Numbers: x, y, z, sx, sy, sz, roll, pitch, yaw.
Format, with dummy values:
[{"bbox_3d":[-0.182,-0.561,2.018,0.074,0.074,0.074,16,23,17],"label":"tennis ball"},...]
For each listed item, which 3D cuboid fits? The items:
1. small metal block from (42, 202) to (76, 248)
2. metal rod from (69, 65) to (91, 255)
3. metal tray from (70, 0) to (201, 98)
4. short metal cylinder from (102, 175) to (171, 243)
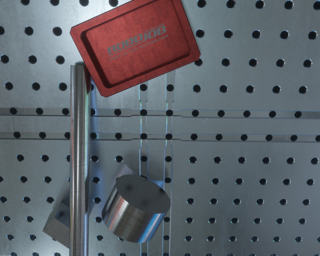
[{"bbox_3d":[-0.136,0.141,0.449,0.050,0.050,0.025,41,94,-14],"label":"small metal block"},{"bbox_3d":[-0.105,0.070,0.405,0.025,0.025,0.298,2,98,-1],"label":"metal rod"},{"bbox_3d":[-0.028,-0.102,0.372,0.130,0.030,0.090,-21,109,7],"label":"metal tray"},{"bbox_3d":[-0.032,0.108,0.424,0.080,0.080,0.050,24,108,-9],"label":"short metal cylinder"}]
